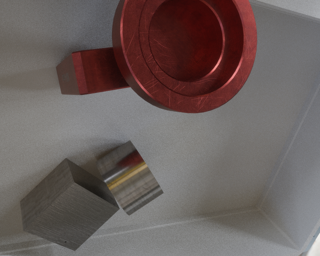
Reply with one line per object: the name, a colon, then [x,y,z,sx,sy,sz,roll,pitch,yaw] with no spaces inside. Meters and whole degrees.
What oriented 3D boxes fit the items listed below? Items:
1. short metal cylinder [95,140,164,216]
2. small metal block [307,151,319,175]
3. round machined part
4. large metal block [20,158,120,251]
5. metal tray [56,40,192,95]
short metal cylinder: [-0.038,0.062,0.392,0.050,0.080,0.080,-32,129,-8]
small metal block: [0.347,0.074,0.651,0.050,0.025,0.050,19,108,-36]
round machined part: [0.014,-0.060,0.215,0.099,0.042,0.097,-3,97,-23]
large metal block: [-0.113,0.098,0.392,0.080,0.050,0.080,-44,130,2]
metal tray: [-0.041,-0.053,0.286,0.091,0.130,0.030,-13,101,-22]
